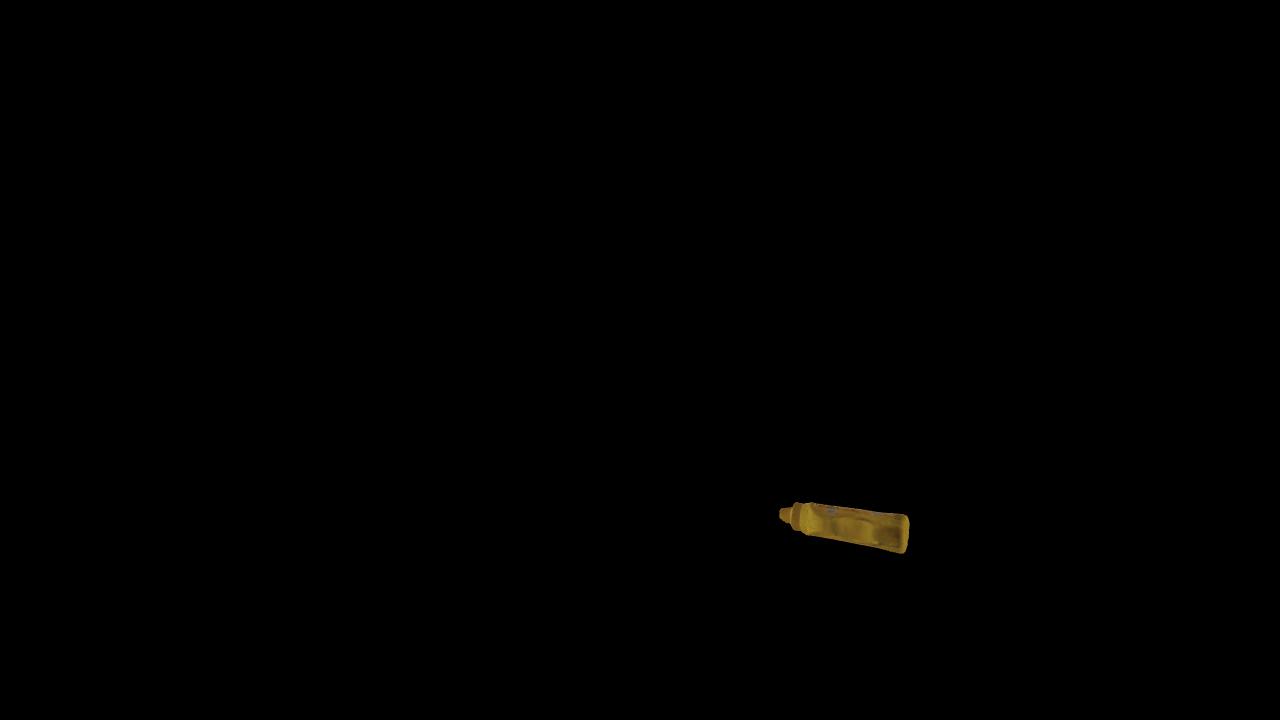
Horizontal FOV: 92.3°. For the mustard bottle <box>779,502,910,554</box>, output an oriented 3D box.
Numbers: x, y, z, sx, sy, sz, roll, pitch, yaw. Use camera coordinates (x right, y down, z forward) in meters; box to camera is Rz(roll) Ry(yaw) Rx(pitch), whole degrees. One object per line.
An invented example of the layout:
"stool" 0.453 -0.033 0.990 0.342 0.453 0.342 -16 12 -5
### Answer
"mustard bottle" 0.299 0.243 0.917 0.184 0.054 0.092 3 0 29
